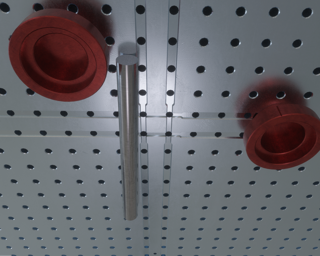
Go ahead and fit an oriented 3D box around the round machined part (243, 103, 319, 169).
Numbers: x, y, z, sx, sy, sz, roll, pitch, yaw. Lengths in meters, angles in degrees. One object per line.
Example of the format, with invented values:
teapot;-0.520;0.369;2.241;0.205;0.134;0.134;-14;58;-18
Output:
round machined part;0.159;0.007;0.408;0.099;0.042;0.097;0;130;0

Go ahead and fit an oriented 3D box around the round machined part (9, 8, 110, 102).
round machined part;-0.103;-0.080;0.332;0.099;0.042;0.097;0;130;0

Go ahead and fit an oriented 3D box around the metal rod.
metal rod;-0.044;0.037;0.442;0.025;0.025;0.298;2;130;-2
